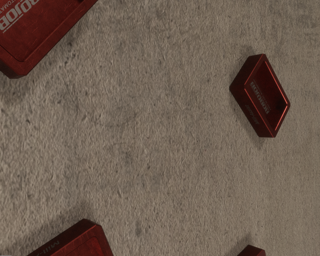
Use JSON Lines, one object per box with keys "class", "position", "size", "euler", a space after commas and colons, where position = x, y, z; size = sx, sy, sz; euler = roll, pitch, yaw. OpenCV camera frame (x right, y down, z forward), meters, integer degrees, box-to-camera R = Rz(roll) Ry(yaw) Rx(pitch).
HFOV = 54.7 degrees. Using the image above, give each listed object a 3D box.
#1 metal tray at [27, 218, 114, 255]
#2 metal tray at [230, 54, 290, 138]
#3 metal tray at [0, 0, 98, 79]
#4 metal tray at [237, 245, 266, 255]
{"class": "metal tray", "position": [-0.106, 0.166, 0.313], "size": [0.131, 0.030, 0.089], "euler": [-29, 108, -37]}
{"class": "metal tray", "position": [0.184, -0.056, 0.559], "size": [0.130, 0.030, 0.090], "euler": [50, 60, -29]}
{"class": "metal tray", "position": [-0.128, -0.122, 0.294], "size": [0.090, 0.030, 0.130], "euler": [47, 62, -30]}
{"class": "metal tray", "position": [0.136, 0.271, 0.518], "size": [0.131, 0.030, 0.089], "euler": [-23, 105, -38]}
